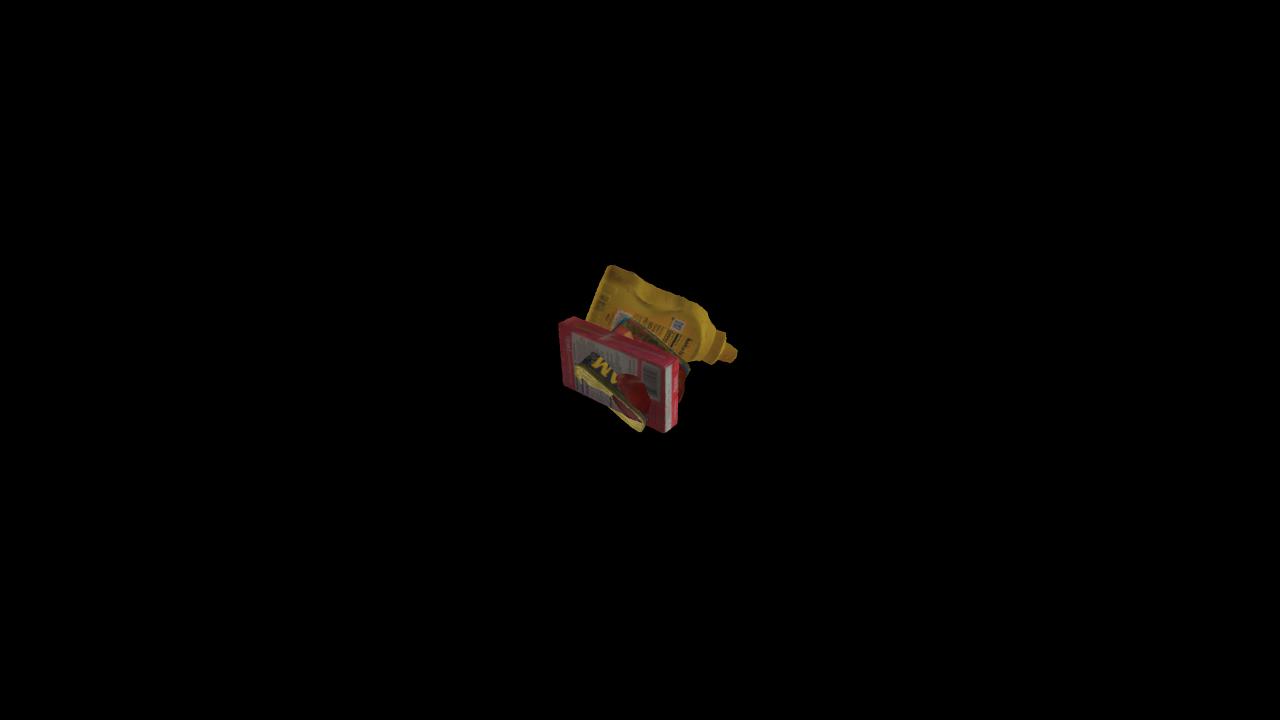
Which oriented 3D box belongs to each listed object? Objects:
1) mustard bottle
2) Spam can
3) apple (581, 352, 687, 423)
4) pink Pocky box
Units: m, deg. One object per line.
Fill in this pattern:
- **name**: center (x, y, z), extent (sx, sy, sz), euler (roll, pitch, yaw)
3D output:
- **mustard bottle**: center (0.031, -0.040, 0.732), extent (0.184, 0.092, 0.054), euler (24, 43, -4)
- **Spam can**: center (-0.008, 0.014, 0.683), extent (0.101, 0.085, 0.058), euler (41, -19, 6)
- **apple**: center (0.007, 0.027, 0.671), extent (0.079, 0.079, 0.093), euler (0, -11, -30)
- **pink Pocky box**: center (-0.026, 0.013, 0.672), extent (0.155, 0.084, 0.029), euler (22, 37, 34)
